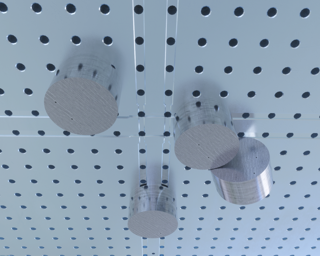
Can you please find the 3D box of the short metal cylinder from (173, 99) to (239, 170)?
[{"bbox_3d":[0.058,0.009,0.404,0.081,0.050,0.079,0,130,0],"label":"short metal cylinder"}]

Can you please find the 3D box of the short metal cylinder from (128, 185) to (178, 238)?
[{"bbox_3d":[-0.012,0.139,0.514,0.081,0.050,0.079,-1,130,0],"label":"short metal cylinder"}]

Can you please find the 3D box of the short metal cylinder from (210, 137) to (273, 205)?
[{"bbox_3d":[0.111,0.058,0.427,0.080,0.080,0.050,-14,129,11],"label":"short metal cylinder"}]

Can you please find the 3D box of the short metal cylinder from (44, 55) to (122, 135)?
[{"bbox_3d":[-0.087,-0.038,0.362,0.081,0.050,0.079,-1,130,0],"label":"short metal cylinder"}]
